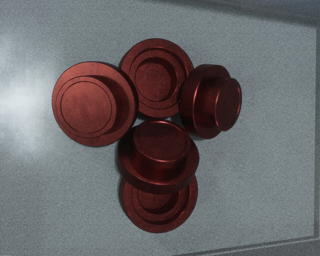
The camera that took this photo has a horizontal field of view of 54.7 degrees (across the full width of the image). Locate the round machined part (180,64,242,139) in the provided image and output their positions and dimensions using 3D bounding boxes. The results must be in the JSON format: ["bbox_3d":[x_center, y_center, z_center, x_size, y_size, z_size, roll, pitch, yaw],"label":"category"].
[{"bbox_3d":[0.072,-0.033,0.402,0.099,0.042,0.097,-18,114,-47],"label":"round machined part"}]

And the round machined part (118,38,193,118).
[{"bbox_3d":[-0.008,-0.060,0.396,0.099,0.042,0.097,0,90,-20],"label":"round machined part"}]

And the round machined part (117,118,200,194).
[{"bbox_3d":[-0.001,0.026,0.369,0.099,0.098,0.042,-7,137,-20],"label":"round machined part"}]

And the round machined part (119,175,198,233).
[{"bbox_3d":[-0.004,0.080,0.398,0.099,0.042,0.097,0,90,-20],"label":"round machined part"}]

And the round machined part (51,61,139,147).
[{"bbox_3d":[-0.076,-0.025,0.348,0.098,0.042,0.097,1,102,7],"label":"round machined part"}]
